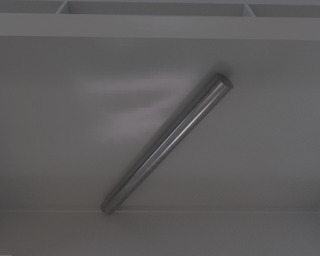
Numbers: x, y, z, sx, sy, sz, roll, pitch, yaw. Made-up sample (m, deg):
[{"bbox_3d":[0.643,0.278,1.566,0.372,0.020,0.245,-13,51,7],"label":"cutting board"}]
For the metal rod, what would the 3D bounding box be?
[{"bbox_3d":[-0.006,0.040,0.442,0.025,0.025,0.299,27,125,-21],"label":"metal rod"}]
